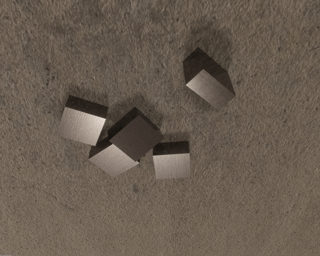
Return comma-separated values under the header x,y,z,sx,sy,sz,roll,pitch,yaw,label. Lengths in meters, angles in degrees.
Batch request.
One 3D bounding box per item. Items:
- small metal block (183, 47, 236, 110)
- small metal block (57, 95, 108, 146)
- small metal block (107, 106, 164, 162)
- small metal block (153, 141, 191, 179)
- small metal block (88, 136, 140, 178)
x,y,z,sx,sy,sz,roll,pitch,yaw,label
0.054,-0.055,0.344,0.050,0.050,0.025,33,122,-25,small metal block
-0.099,-0.009,0.398,0.050,0.025,0.050,17,128,-15,small metal block
-0.032,0.009,0.406,0.050,0.025,0.050,-40,121,9,small metal block
0.017,0.047,0.448,0.050,0.025,0.050,-4,130,3,small metal block
-0.064,0.038,0.439,0.050,0.025,0.050,-32,124,24,small metal block
